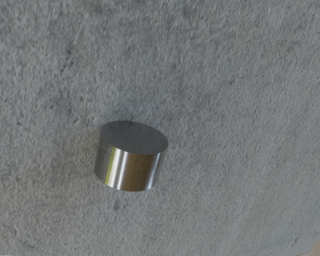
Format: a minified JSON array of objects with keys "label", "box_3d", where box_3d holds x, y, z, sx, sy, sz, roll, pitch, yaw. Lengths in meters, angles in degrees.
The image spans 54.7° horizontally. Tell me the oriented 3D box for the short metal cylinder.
[{"label":"short metal cylinder","box_3d":[-0.035,0.031,0.373,0.081,0.080,0.050,0,118,-29]}]
